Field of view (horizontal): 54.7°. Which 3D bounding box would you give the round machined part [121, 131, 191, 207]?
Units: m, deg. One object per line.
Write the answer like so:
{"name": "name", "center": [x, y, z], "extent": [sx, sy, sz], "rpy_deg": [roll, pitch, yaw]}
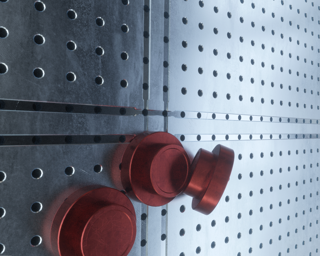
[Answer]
{"name": "round machined part", "center": [0.002, 0.053, 0.402], "extent": [0.099, 0.042, 0.097], "rpy_deg": [0, 90, -40]}

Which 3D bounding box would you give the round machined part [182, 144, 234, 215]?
{"name": "round machined part", "center": [0.063, 0.067, 0.430], "extent": [0.042, 0.098, 0.098], "rpy_deg": [23, 72, 2]}

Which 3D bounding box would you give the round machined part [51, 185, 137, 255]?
{"name": "round machined part", "center": [-0.065, 0.115, 0.345], "extent": [0.099, 0.042, 0.097], "rpy_deg": [0, 90, -40]}
